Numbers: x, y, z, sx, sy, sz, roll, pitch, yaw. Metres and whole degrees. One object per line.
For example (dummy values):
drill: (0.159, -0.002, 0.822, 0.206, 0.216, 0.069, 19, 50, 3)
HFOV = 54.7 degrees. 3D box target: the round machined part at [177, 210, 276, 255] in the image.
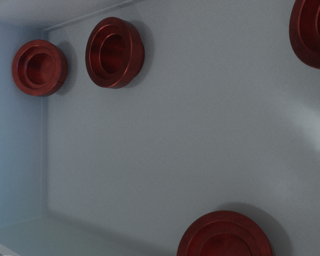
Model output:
round machined part: (0.070, 0.139, 0.319, 0.098, 0.042, 0.098, -17, 50, 21)

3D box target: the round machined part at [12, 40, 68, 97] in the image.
round machined part: (-0.207, -0.103, 0.552, 0.098, 0.042, 0.097, -1, 87, 14)

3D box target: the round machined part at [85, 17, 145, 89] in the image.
round machined part: (-0.060, -0.105, 0.446, 0.098, 0.042, 0.097, 0, 90, 40)

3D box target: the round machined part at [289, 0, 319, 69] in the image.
round machined part: (0.158, -0.092, 0.249, 0.098, 0.042, 0.098, -27, 60, 60)
